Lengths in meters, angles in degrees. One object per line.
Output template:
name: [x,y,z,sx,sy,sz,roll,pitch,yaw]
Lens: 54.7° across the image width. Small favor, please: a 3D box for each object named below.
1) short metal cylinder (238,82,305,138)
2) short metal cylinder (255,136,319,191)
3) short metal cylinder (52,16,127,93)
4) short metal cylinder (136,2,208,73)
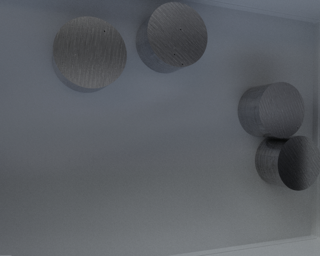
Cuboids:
short metal cylinder: [0.164,-0.025,0.460,0.081,0.050,0.079,0,90,-21]
short metal cylinder: [0.194,0.051,0.471,0.081,0.050,0.079,0,90,-21]
short metal cylinder: [-0.085,-0.084,0.366,0.081,0.050,0.079,0,90,-20]
short metal cylinder: [0.014,-0.115,0.403,0.081,0.050,0.079,0,90,-21]
